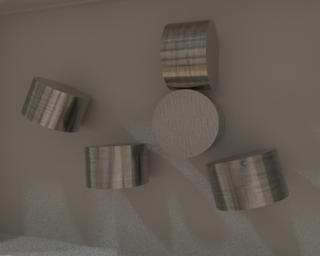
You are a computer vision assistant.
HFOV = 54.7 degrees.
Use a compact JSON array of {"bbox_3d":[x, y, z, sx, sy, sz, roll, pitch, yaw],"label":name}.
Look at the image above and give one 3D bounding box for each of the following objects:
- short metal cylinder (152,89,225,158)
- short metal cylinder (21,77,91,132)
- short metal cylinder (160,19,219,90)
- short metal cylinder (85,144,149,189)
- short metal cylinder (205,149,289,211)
[{"bbox_3d":[0.037,-0.006,0.384,0.080,0.050,0.080,0,90,20],"label":"short metal cylinder"},{"bbox_3d":[-0.143,-0.033,0.432,0.080,0.080,0.050,25,99,18],"label":"short metal cylinder"},{"bbox_3d":[0.038,-0.085,0.368,0.050,0.080,0.080,1,91,20],"label":"short metal cylinder"},{"bbox_3d":[-0.056,0.047,0.401,0.080,0.080,0.050,-3,89,20],"label":"short metal cylinder"},{"bbox_3d":[0.096,0.056,0.347,0.080,0.080,0.050,-15,85,19],"label":"short metal cylinder"}]
